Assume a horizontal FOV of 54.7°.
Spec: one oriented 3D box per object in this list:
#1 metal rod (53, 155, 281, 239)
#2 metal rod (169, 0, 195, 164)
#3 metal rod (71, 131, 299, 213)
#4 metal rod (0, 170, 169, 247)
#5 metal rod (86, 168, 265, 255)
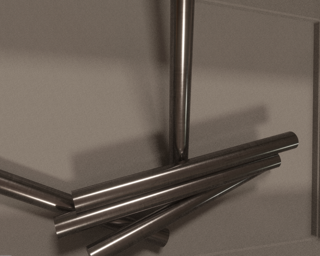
[{"bbox_3d":[0.024,0.077,0.391,0.302,0.025,0.025,-13,95,-19],"label":"metal rod"},{"bbox_3d":[0.024,-0.055,0.356,0.025,0.025,0.298,-11,119,-20],"label":"metal rod"},{"bbox_3d":[0.045,0.049,0.387,0.302,0.025,0.025,-13,95,-18],"label":"metal rod"},{"bbox_3d":[-0.123,0.086,0.365,0.302,0.025,0.025,25,82,-19],"label":"metal rod"},{"bbox_3d":[0.049,0.095,0.412,0.302,0.025,0.025,-21,98,-26],"label":"metal rod"}]
